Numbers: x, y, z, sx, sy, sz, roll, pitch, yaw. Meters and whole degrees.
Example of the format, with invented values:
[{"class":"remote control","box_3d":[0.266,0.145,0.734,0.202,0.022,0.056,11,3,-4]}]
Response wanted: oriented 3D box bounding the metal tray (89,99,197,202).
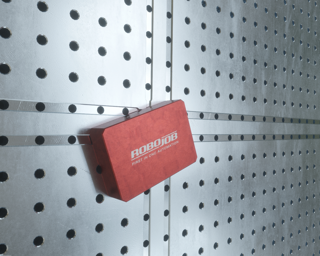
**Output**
[{"class":"metal tray","box_3d":[-0.015,0.023,0.393,0.131,0.030,0.090,-24,105,-37]}]
